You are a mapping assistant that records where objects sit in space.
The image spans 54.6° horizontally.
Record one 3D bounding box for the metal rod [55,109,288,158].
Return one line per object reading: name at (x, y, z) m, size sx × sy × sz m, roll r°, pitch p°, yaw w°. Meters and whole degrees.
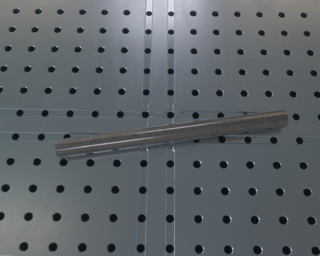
metal rod at (0.018, 0.007, 0.409) m, size 0.302 × 0.025 × 0.025 m, roll -8°, pitch 70°, yaw -3°
